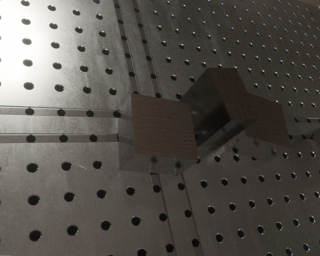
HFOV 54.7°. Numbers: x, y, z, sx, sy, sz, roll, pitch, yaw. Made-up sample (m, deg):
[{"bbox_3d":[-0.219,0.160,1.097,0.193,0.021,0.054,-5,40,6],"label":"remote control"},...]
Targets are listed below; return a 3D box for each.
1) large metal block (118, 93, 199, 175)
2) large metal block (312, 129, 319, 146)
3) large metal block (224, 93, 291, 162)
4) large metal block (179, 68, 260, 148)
[{"bbox_3d":[-0.005,0.010,0.385,0.081,0.050,0.080,8,58,-25],"label":"large metal block"},{"bbox_3d":[0.337,0.019,0.546,0.050,0.080,0.080,-32,80,-38],"label":"large metal block"},{"bbox_3d":[0.144,-0.002,0.473,0.081,0.050,0.080,15,56,-20],"label":"large metal block"},{"bbox_3d":[0.080,-0.028,0.435,0.050,0.080,0.080,-5,64,-31],"label":"large metal block"}]
